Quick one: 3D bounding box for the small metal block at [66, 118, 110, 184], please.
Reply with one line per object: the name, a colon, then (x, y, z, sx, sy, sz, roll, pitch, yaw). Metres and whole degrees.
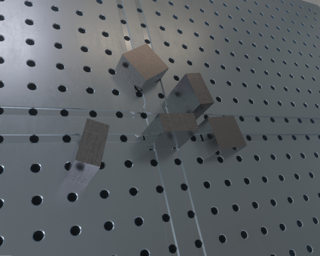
small metal block: (-0.078, 0.026, 0.334, 0.025, 0.050, 0.050, 19, 55, -17)

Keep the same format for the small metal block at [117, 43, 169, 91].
small metal block: (-0.024, -0.089, 0.449, 0.050, 0.025, 0.050, 49, 51, 6)

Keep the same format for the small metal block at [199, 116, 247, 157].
small metal block: (0.090, 0.011, 0.449, 0.050, 0.025, 0.050, -5, 64, -30)

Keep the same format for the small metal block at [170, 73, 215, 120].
small metal block: (0.044, -0.043, 0.442, 0.025, 0.050, 0.050, -9, 66, -32)

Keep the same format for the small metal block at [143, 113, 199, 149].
small metal block: (0.013, 0.004, 0.396, 0.050, 0.050, 0.025, -1, 63, -29)
